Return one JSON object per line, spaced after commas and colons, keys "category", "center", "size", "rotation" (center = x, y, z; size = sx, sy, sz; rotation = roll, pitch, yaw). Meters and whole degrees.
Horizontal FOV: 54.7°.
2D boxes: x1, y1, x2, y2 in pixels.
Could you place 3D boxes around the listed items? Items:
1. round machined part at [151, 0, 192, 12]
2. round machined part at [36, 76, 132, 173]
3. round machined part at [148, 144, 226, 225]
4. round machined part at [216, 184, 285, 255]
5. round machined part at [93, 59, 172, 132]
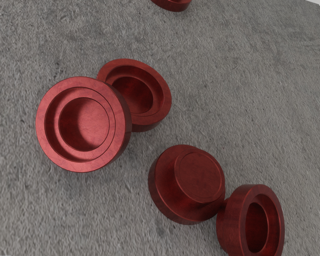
{"category": "round machined part", "center": [0.019, -0.263, 0.563], "size": [0.099, 0.042, 0.098], "rotation": [14, 56, -21]}
{"category": "round machined part", "center": [-0.077, -0.004, 0.331], "size": [0.098, 0.098, 0.042], "rotation": [49, 10, 6]}
{"category": "round machined part", "center": [0.039, 0.063, 0.375], "size": [0.099, 0.042, 0.098], "rotation": [14, 56, -21]}
{"category": "round machined part", "center": [0.103, 0.115, 0.363], "size": [0.099, 0.042, 0.098], "rotation": [10, 75, -42]}
{"category": "round machined part", "center": [-0.038, -0.037, 0.395], "size": [0.099, 0.042, 0.098], "rotation": [14, 56, -21]}
